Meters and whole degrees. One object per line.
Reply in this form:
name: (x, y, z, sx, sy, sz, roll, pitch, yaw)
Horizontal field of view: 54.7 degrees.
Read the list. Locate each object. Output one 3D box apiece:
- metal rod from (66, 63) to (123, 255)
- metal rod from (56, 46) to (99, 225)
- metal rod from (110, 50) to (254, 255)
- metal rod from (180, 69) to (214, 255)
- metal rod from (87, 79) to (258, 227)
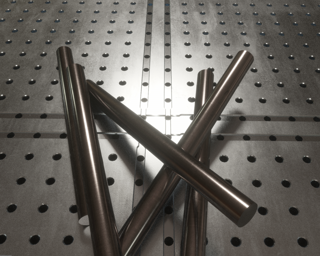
metal rod: (-0.080, 0.027, 0.353, 0.025, 0.025, 0.300, -12, 51, -11)
metal rod: (-0.115, -0.014, 0.417, 0.025, 0.025, 0.300, -13, 51, -11)
metal rod: (0.039, 0.014, 0.365, 0.025, 0.025, 0.301, 26, 64, 20)
metal rod: (0.049, 0.033, 0.380, 0.025, 0.025, 0.300, 7, 50, 5)
metal rod: (-0.017, 0.007, 0.359, 0.025, 0.025, 0.300, -31, 44, -24)
